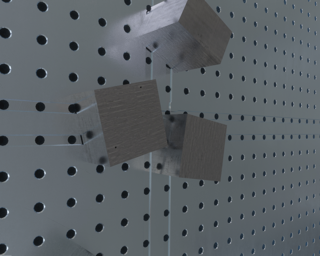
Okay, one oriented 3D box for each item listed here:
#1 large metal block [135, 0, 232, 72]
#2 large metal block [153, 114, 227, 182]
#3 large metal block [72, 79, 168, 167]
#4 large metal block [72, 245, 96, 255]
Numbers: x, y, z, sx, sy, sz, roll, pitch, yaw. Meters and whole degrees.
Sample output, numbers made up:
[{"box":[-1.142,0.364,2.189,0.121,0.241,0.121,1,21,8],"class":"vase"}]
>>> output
[{"box":[0.031,-0.120,0.398,0.080,0.080,0.050,34,69,-35],"class":"large metal block"},{"box":[0.043,0.028,0.428,0.081,0.050,0.080,13,82,-39],"class":"large metal block"},{"box":[-0.044,-0.008,0.355,0.081,0.050,0.080,-17,101,-39],"class":"large metal block"},{"box":[-0.072,0.178,0.312,0.050,0.080,0.080,51,60,-28],"class":"large metal block"}]
